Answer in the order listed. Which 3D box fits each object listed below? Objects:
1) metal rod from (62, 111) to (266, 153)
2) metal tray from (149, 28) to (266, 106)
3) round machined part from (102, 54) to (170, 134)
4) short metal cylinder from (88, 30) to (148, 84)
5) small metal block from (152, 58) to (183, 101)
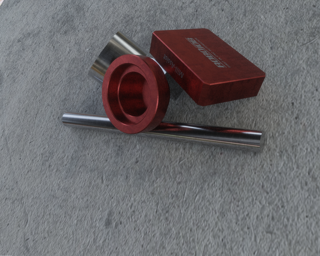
[{"bbox_3d":[-0.017,0.001,0.414,0.300,0.025,0.025,6,65,31],"label":"metal rod"},{"bbox_3d":[0.055,-0.083,0.391,0.091,0.030,0.130,-12,46,-27],"label":"metal tray"},{"bbox_3d":[-0.026,-0.043,0.394,0.098,0.042,0.097,7,101,39],"label":"round machined part"},{"bbox_3d":[-0.061,-0.095,0.454,0.080,0.050,0.080,-51,11,15],"label":"short metal cylinder"},{"bbox_3d":[0.001,-0.069,0.429,0.050,0.050,0.025,26,76,37],"label":"small metal block"}]
